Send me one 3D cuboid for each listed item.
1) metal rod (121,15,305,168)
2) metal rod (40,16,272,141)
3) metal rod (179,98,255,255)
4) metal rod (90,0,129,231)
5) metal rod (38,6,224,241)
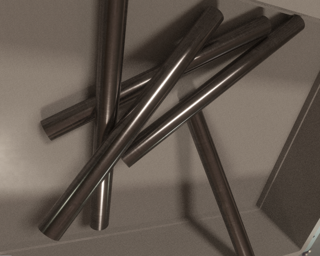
[{"bbox_3d":[0.072,-0.054,0.392,0.301,0.025,0.025,-38,130,-13],"label":"metal rod"},{"bbox_3d":[0.005,-0.065,0.372,0.302,0.025,0.025,-28,128,-11],"label":"metal rod"},{"bbox_3d":[0.090,0.096,0.440,0.025,0.025,0.298,-25,103,-14],"label":"metal rod"},{"bbox_3d":[-0.059,-0.005,0.340,0.025,0.025,0.298,-5,120,-26],"label":"metal rod"},{"bbox_3d":[-0.023,-0.015,0.334,0.300,0.025,0.025,-54,131,-12],"label":"metal rod"}]
